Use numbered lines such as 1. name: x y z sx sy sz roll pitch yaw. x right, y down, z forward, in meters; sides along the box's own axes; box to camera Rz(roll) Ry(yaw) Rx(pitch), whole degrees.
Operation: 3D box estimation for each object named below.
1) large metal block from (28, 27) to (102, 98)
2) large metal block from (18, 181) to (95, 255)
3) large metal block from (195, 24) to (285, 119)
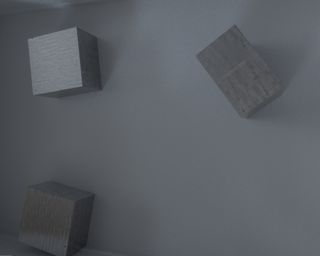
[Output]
1. large metal block: -0.135 -0.090 0.443 0.080 0.050 0.080 -7 88 19
2. large metal block: -0.148 0.129 0.448 0.080 0.050 0.079 11 94 19
3. large metal block: 0.092 -0.058 0.349 0.050 0.080 0.080 -37 79 16
